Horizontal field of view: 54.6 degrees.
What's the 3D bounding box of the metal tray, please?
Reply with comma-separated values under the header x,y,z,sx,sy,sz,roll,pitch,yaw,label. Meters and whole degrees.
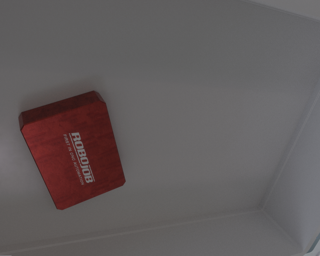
x,y,z,sx,sy,sz,roll,pitch,yaw,label
-0.098,0.029,0.369,0.091,0.030,0.129,-20,126,-17,metal tray
